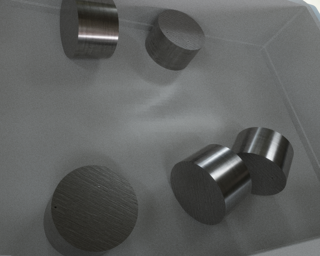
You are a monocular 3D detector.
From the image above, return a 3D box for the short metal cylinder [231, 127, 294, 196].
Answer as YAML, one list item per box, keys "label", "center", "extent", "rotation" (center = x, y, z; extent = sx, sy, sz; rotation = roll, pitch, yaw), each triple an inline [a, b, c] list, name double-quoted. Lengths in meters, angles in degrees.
- label: "short metal cylinder"
  center: [0.133, 0.045, 0.416]
  extent: [0.080, 0.080, 0.050]
  rotation: [38, 51, -3]

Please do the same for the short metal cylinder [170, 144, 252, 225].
- label: "short metal cylinder"
  center: [0.059, 0.065, 0.364]
  extent: [0.050, 0.080, 0.080]
  rotation: [-26, 76, -37]

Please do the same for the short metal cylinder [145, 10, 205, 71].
- label: "short metal cylinder"
  center: [0.023, -0.138, 0.488]
  extent: [0.081, 0.050, 0.080]
  rotation: [14, 56, -21]

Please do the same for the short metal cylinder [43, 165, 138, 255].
- label: "short metal cylinder"
  center: [-0.068, 0.083, 0.303]
  extent: [0.081, 0.050, 0.080]
  rotation: [14, 56, -21]

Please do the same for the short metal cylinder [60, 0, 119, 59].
- label: "short metal cylinder"
  center: [-0.093, -0.131, 0.401]
  extent: [0.050, 0.080, 0.080]
  rotation: [-7, 65, -32]
